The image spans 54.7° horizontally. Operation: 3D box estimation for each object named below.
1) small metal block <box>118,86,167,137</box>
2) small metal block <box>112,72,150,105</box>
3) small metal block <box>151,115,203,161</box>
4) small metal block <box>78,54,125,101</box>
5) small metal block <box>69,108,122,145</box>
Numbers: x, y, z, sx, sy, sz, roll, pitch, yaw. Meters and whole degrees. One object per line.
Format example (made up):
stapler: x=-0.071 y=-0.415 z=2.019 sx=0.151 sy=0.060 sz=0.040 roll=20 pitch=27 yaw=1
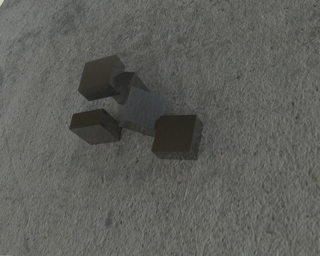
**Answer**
small metal block: x=-0.023 y=-0.021 z=0.411 sx=0.050 sy=0.025 sz=0.050 roll=18 pitch=64 yaw=-13
small metal block: x=-0.049 y=-0.056 z=0.447 sx=0.050 sy=0.050 sz=0.025 roll=9 pitch=65 yaw=33
small metal block: x=0.022 y=0.012 z=0.385 sx=0.050 sy=0.025 sz=0.050 roll=-1 pitch=61 yaw=27
small metal block: x=-0.079 y=-0.068 z=0.423 sx=0.050 sy=0.025 sz=0.050 roll=-9 pitch=57 yaw=24
small metal block: x=-0.089 y=0.000 z=0.435 sx=0.050 sy=0.050 sz=0.025 roll=-8 pitch=58 yaw=24
